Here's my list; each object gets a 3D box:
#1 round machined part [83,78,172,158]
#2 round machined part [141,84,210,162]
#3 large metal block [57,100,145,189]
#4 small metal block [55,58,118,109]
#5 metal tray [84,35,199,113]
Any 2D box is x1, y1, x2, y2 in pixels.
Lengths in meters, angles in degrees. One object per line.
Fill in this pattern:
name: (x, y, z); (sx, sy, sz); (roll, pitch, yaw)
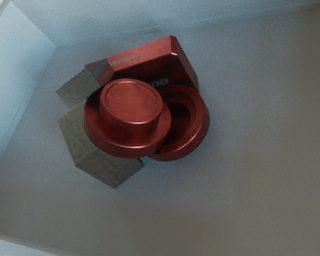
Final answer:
round machined part: (-0.034, -0.018, 0.346); (0.099, 0.042, 0.098); (9, 48, -10)
round machined part: (0.015, -0.003, 0.387); (0.098, 0.042, 0.098); (-13, 56, 20)
large metal block: (-0.074, 0.020, 0.394); (0.050, 0.080, 0.080); (-38, 51, 3)
small metal block: (-0.084, -0.052, 0.359); (0.050, 0.025, 0.050); (-30, 12, 24)
metal tray: (-0.024, -0.063, 0.411); (0.130, 0.090, 0.030); (-14, 57, 20)
